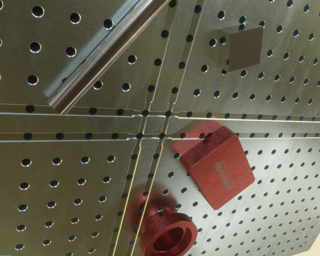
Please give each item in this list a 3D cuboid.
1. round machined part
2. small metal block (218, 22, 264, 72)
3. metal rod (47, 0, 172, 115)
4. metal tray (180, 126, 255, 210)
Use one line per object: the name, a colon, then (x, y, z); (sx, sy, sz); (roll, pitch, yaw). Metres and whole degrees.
round machined part: (0.010, 0.179, 0.519); (0.099, 0.042, 0.097); (-14, 125, -21)
small metal block: (0.104, -0.106, 0.405); (0.050, 0.025, 0.050); (-18, 126, -19)
metal rod: (-0.009, -0.130, 0.326); (0.300, 0.025, 0.025); (-46, 130, 4)
metal tray: (0.098, 0.069, 0.507); (0.090, 0.030, 0.130); (-36, 130, -4)
